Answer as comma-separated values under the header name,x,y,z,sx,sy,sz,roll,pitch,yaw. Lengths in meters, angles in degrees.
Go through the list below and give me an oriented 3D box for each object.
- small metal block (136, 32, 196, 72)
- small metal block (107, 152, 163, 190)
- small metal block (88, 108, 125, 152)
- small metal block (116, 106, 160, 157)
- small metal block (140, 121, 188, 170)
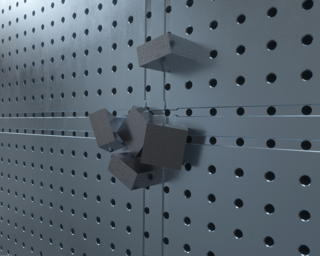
name,x,y,z,sx,sy,sz,roll,pitch,yaw
small metal block,0.008,-0.092,0.385,0.050,0.050,0.025,-14,81,39
small metal block,-0.033,0.056,0.419,0.050,0.050,0.025,33,110,35
small metal block,-0.076,0.005,0.450,0.025,0.050,0.050,-22,74,5
small metal block,-0.027,0.005,0.430,0.050,0.025,0.050,49,119,28
small metal block,0.006,0.021,0.387,0.050,0.025,0.050,10,98,2
